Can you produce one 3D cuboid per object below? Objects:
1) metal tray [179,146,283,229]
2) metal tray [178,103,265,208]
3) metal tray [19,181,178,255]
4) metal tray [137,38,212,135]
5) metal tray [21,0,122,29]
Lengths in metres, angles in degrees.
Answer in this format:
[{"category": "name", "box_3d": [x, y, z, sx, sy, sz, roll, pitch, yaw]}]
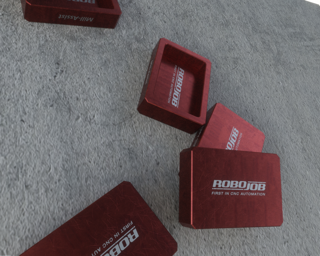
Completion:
[{"category": "metal tray", "box_3d": [0.088, 0.073, 0.377, 0.131, 0.030, 0.090, 7, 77, -24]}, {"category": "metal tray", "box_3d": [0.090, 0.036, 0.426, 0.090, 0.030, 0.130, 34, 51, -6]}, {"category": "metal tray", "box_3d": [-0.056, 0.122, 0.295, 0.131, 0.030, 0.090, -33, 80, -38]}, {"category": "metal tray", "box_3d": [0.025, -0.064, 0.452, 0.091, 0.030, 0.130, 22, 53, -15]}, {"category": "metal tray", "box_3d": [-0.130, -0.192, 0.447, 0.131, 0.030, 0.090, -6, 65, -31]}]
